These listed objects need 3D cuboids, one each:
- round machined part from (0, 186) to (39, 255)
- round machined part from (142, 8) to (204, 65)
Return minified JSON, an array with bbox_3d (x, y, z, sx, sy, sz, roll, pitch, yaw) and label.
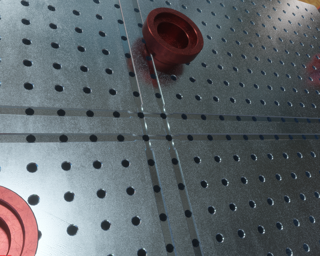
[{"bbox_3d":[-0.155,0.098,0.254,0.099,0.042,0.098,14,56,-21],"label":"round machined part"},{"bbox_3d":[0.017,-0.141,0.494,0.099,0.042,0.098,14,56,-21],"label":"round machined part"}]
